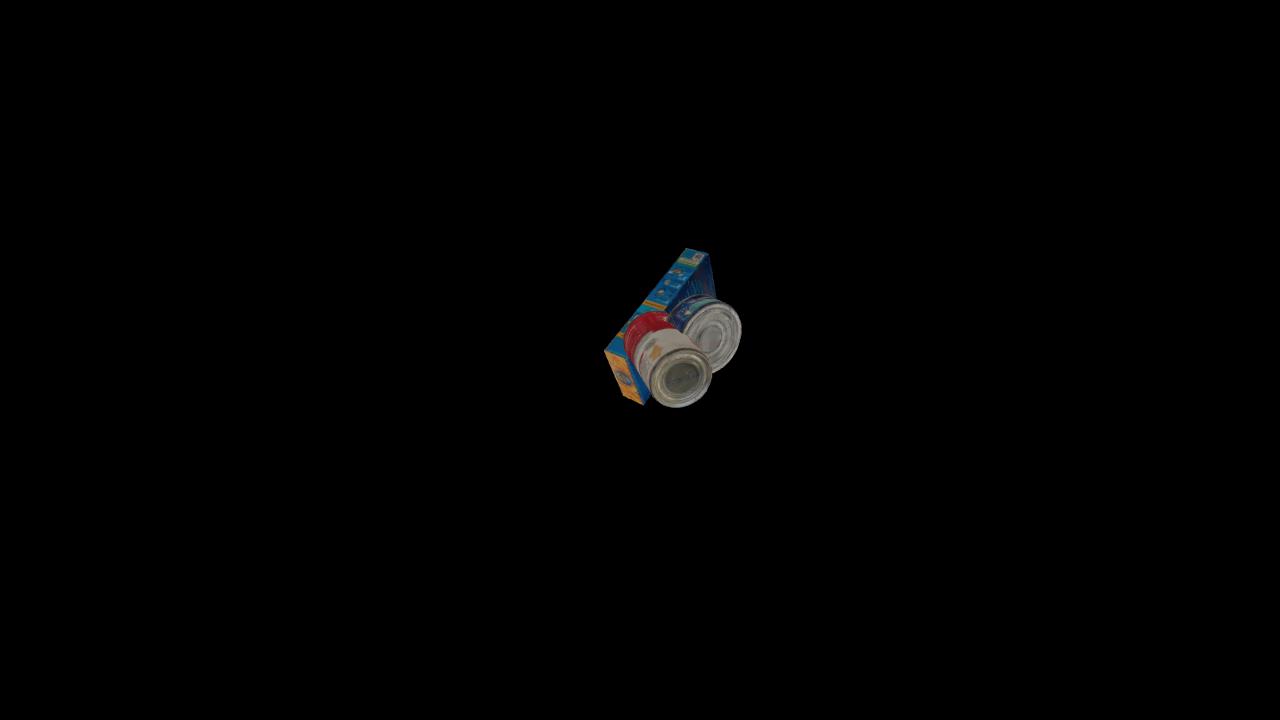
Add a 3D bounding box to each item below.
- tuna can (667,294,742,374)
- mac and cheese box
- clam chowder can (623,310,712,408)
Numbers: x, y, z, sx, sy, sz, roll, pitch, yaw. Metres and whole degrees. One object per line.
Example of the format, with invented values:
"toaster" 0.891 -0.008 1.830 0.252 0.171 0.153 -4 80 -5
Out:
"tuna can" 0.068 -0.026 0.660 0.084 0.084 0.034 0 20 -32
"mac and cheese box" 0.032 -0.043 0.763 0.041 0.184 0.093 22 -30 29
"clam chowder can" 0.027 -0.002 0.643 0.068 0.068 0.102 0 26 -17
